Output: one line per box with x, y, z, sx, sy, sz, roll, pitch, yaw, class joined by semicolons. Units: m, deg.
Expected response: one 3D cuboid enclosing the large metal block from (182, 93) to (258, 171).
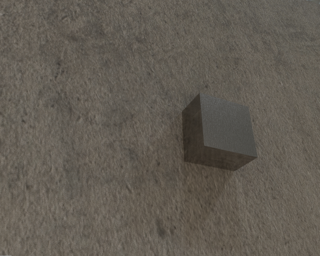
0.079;0.007;0.425;0.081;0.050;0.080;13;56;-21;large metal block
